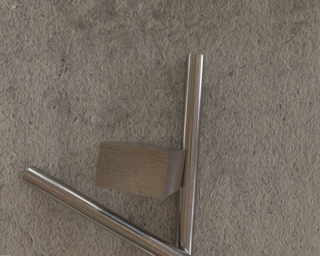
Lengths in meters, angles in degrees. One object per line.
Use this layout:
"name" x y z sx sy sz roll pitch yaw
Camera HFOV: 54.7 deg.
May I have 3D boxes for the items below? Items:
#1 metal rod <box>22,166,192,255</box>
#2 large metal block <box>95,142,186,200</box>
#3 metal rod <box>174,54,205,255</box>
"metal rod" -0.041 0.131 0.392 0.301 0.025 0.025 28 90 6
"large metal block" -0.020 0.046 0.372 0.080 0.080 0.050 7 90 17
"metal rod" 0.038 0.054 0.410 0.025 0.025 0.298 4 90 -1
